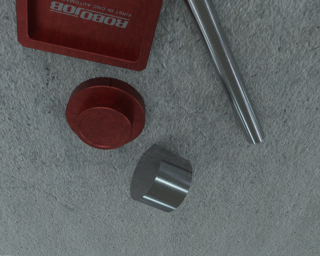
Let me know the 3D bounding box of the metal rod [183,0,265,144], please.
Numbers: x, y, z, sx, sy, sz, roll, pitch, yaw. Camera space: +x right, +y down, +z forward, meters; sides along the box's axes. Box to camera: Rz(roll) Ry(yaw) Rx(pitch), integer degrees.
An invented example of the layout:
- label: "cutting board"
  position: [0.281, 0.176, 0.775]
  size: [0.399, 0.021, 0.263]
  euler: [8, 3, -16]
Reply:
- label: "metal rod"
  position: [0.061, -0.089, 0.332]
  size: [0.025, 0.025, 0.299]
  euler: [-22, 127, 17]

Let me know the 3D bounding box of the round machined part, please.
- label: "round machined part"
  position: [-0.068, -0.011, 0.386]
  size: [0.099, 0.042, 0.097]
  euler: [-1, 130, 0]

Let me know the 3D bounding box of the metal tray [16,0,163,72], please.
- label: "metal tray"
  position: [-0.069, -0.114, 0.305]
  size: [0.131, 0.030, 0.089]
  euler: [10, 129, -10]

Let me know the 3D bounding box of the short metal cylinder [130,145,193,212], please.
- label: "short metal cylinder"
  position: [0.001, 0.071, 0.431]
  size: [0.050, 0.080, 0.080]
  euler: [27, 125, -22]
